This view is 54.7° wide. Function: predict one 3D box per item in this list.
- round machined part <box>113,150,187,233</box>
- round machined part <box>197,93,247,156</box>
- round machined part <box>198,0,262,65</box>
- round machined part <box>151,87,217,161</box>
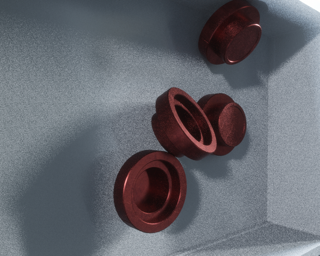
[{"bbox_3d":[-0.016,0.076,0.384,0.099,0.042,0.097,0,90,-40],"label":"round machined part"},{"bbox_3d":[0.097,-0.005,0.480,0.099,0.042,0.097,0,90,-40],"label":"round machined part"},{"bbox_3d":[0.108,-0.132,0.452,0.099,0.042,0.098,-28,150,-17],"label":"round machined part"},{"bbox_3d":[0.027,-0.001,0.401,0.098,0.042,0.098,39,31,-29],"label":"round machined part"}]
